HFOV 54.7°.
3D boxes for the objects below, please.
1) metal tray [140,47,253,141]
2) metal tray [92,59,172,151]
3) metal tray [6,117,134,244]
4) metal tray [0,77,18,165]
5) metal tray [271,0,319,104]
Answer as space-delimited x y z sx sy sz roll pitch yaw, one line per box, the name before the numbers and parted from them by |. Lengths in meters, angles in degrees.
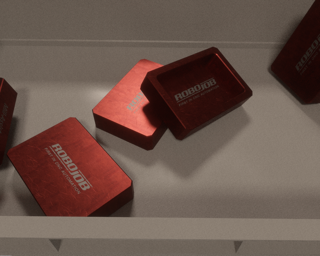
metal tray | 0.051 -0.050 0.413 0.131 0.030 0.090 -28 76 -32
metal tray | -0.020 -0.038 0.434 0.090 0.030 0.130 23 54 18
metal tray | -0.103 0.053 0.356 0.091 0.030 0.130 -33 58 -25
metal tray | -0.232 0.002 0.377 0.090 0.030 0.130 -18 48 6
metal tray | 0.225 -0.109 0.430 0.030 0.129 0.090 -4 47 -32
